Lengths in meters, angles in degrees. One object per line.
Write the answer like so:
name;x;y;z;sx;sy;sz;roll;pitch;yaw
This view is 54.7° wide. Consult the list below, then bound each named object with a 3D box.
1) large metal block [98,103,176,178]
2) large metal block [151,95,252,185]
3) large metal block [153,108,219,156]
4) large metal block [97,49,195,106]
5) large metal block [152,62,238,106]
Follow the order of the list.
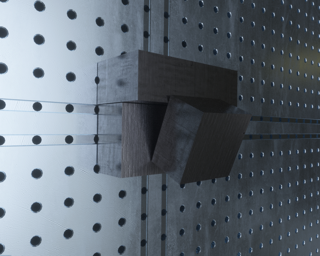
large metal block;-0.026;0.013;0.371;0.081;0.050;0.079;1;90;-40
large metal block;0.046;0.011;0.347;0.081;0.050;0.079;0;114;-40
large metal block;0.037;0.014;0.423;0.081;0.050;0.079;1;90;-40
large metal block;-0.017;-0.052;0.360;0.081;0.080;0.050;1;90;-40
large metal block;0.045;-0.051;0.412;0.081;0.080;0.050;1;90;-40
